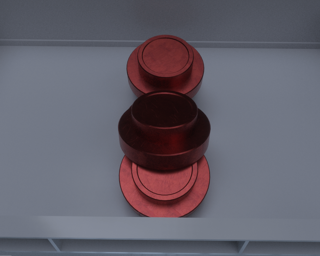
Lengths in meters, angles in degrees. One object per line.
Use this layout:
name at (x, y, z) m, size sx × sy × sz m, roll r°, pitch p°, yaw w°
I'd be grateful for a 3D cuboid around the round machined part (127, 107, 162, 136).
round machined part at (0.003, -0.013, 0.403) m, size 0.099 × 0.042 × 0.098 m, roll 0°, pitch 49°, yaw 0°

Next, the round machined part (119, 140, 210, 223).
round machined part at (0.005, 0.049, 0.333) m, size 0.099 × 0.042 × 0.098 m, roll 0°, pitch 65°, yaw 0°

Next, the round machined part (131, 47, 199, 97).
round machined part at (0.007, -0.086, 0.450) m, size 0.099 × 0.042 × 0.098 m, roll 0°, pitch 34°, yaw 0°

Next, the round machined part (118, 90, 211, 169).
round machined part at (0.005, -0.005, 0.330) m, size 0.099 × 0.042 × 0.098 m, roll 0°, pitch 39°, yaw 0°

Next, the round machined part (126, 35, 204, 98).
round machined part at (0.007, -0.078, 0.391) m, size 0.099 × 0.042 × 0.098 m, roll 0°, pitch 62°, yaw 0°
